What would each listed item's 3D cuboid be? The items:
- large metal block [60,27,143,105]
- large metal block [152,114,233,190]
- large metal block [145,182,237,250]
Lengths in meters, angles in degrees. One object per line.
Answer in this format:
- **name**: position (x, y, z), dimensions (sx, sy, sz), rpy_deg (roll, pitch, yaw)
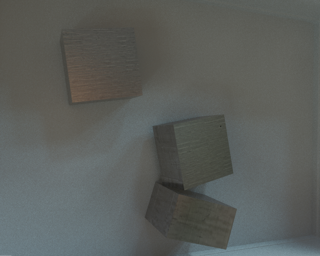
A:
- **large metal block**: position (-0.071, -0.073, 0.371), dimensions (0.081, 0.050, 0.079), rpy_deg (-8, 93, -20)
- **large metal block**: position (0.044, 0.029, 0.407), dimensions (0.081, 0.050, 0.079), rpy_deg (-12, 94, -31)
- **large metal block**: position (0.036, 0.109, 0.396), dimensions (0.081, 0.080, 0.050), rpy_deg (18, 84, -20)
